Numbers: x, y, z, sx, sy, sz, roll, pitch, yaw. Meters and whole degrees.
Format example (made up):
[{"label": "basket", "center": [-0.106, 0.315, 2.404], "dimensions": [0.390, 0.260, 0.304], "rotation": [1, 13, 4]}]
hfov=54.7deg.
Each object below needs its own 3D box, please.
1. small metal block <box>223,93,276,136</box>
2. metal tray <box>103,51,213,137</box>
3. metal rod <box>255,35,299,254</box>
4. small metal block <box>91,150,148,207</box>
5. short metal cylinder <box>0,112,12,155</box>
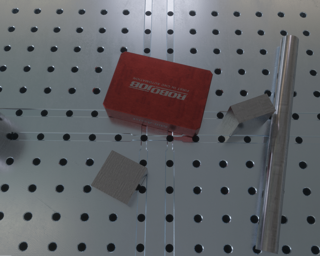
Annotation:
[{"label": "small metal block", "center": [0.115, -0.016, 0.405], "dimensions": [0.050, 0.050, 0.025], "rotation": [-19, 71, -7]}, {"label": "metal tray", "center": [-0.001, -0.048, 0.426], "dimensions": [0.131, 0.030, 0.090], "rotation": [14, 71, 5]}, {"label": "metal rod", "center": [0.158, 0.007, 0.410], "dimensions": [0.025, 0.025, 0.299], "rotation": [13, 70, 4]}, {"label": "small metal block", "center": [-0.049, 0.063, 0.388], "dimensions": [0.050, 0.025, 0.050], "rotation": [26, 72, 9]}, {"label": "short metal cylinder", "center": [-0.242, 0.003, 0.396], "dimensions": [0.081, 0.050, 0.080], "rotation": [0, 70, 0]}]
